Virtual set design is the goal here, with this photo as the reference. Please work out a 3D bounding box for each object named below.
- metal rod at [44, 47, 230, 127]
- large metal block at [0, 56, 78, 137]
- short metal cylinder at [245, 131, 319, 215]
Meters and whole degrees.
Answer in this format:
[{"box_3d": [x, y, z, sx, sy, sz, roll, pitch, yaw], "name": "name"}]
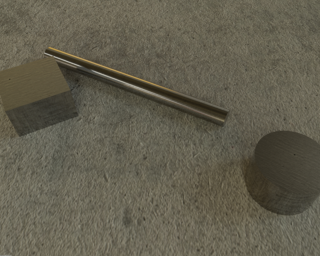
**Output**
[{"box_3d": [-0.045, -0.066, 0.457, 0.301, 0.025, 0.025, 22, 53, 17], "name": "metal rod"}, {"box_3d": [-0.168, -0.045, 0.424, 0.081, 0.050, 0.080, -22, 54, -18], "name": "large metal block"}, {"box_3d": [0.141, 0.050, 0.346, 0.081, 0.050, 0.080, 0, 50, 0], "name": "short metal cylinder"}]
